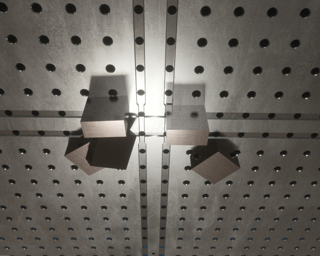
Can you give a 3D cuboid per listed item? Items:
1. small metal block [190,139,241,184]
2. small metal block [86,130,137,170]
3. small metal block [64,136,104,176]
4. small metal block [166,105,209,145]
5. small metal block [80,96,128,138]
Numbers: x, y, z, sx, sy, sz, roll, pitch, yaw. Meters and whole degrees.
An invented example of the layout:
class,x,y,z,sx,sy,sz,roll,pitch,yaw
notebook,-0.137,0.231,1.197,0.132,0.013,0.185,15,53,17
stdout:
class,x,y,z,sx,sy,sz,roll,pitch,yaw
small metal block,0.081,0.051,0.457,0.050,0.025,0.050,36,121,-27
small metal block,-0.065,0.025,0.411,0.050,0.025,0.050,12,102,-31
small metal block,-0.097,0.036,0.441,0.050,0.025,0.050,-28,125,21
small metal block,0.033,-0.004,0.392,0.050,0.050,0.025,1,130,-1
small metal block,-0.066,-0.015,0.382,0.050,0.050,0.025,-2,130,1
